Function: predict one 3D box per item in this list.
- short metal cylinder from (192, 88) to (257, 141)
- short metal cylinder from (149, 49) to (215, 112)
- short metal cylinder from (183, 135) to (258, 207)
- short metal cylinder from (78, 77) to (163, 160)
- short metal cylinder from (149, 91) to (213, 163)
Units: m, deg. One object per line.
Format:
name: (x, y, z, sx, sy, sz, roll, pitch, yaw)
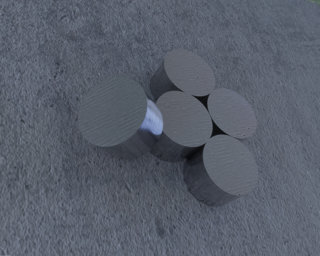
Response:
short metal cylinder: (0.089, -0.010, 0.443, 0.081, 0.050, 0.080, 14, 56, -21)
short metal cylinder: (0.032, -0.066, 0.446, 0.081, 0.050, 0.080, 14, 56, -21)
short metal cylinder: (0.077, 0.055, 0.397, 0.081, 0.050, 0.080, 14, 56, -21)
short metal cylinder: (-0.043, -0.010, 0.346, 0.080, 0.050, 0.080, -7, 67, 17)
short metal cylinder: (0.020, -0.001, 0.400, 0.081, 0.050, 0.080, 14, 56, -21)
